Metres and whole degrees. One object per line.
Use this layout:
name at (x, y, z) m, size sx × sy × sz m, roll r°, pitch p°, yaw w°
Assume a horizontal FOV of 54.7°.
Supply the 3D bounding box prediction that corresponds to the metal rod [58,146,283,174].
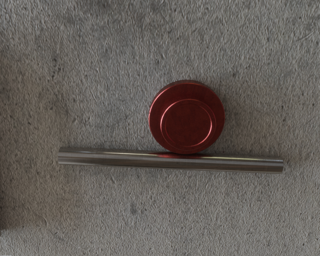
metal rod at (0.016, 0.045, 0.426) m, size 0.302 × 0.025 × 0.025 m, roll 3°, pitch 110°, yaw -2°

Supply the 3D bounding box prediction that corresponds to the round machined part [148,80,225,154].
round machined part at (0.035, -0.010, 0.398) m, size 0.099 × 0.042 × 0.097 m, roll 0°, pitch 110°, yaw -1°
